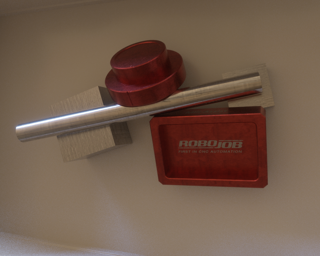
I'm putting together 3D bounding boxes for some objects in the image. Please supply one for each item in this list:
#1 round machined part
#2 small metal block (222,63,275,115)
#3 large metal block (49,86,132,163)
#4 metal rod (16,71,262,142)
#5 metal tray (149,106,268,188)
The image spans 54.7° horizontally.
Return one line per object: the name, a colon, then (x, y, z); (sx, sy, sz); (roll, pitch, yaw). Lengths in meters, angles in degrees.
round machined part: (-0.021, -0.072, 0.374); (0.098, 0.098, 0.042); (-5, 129, 19)
small metal block: (0.106, -0.045, 0.371); (0.050, 0.025, 0.050); (-12, 86, 19)
large metal block: (-0.095, -0.004, 0.427); (0.080, 0.050, 0.080); (-19, 84, 18)
metal rod: (-0.034, -0.022, 0.372); (0.301, 0.025, 0.025); (-11, 86, 12)
metal tray: (0.059, 0.023, 0.370); (0.130, 0.030, 0.089); (-2, 109, 19)
